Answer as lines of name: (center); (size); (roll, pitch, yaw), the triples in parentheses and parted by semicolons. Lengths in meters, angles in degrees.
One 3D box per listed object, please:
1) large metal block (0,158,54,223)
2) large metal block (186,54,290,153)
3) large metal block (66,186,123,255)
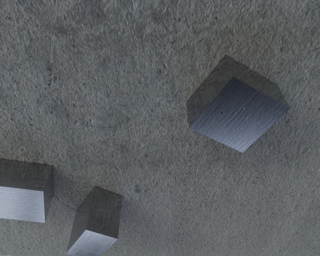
large metal block: (-0.210, 0.096, 0.470); (0.081, 0.050, 0.079); (9, 130, -8)
large metal block: (0.089, -0.027, 0.369); (0.080, 0.050, 0.080); (24, 126, -20)
large metal block: (-0.105, 0.155, 0.502); (0.050, 0.080, 0.080); (25, 126, -20)
